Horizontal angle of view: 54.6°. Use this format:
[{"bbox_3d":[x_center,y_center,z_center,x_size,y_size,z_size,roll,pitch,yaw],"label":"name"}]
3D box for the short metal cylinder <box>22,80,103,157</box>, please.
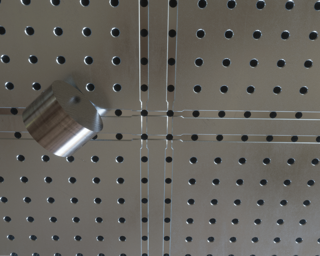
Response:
[{"bbox_3d":[-0.117,-0.011,0.379,0.050,0.080,0.080,-39,106,13],"label":"short metal cylinder"}]
